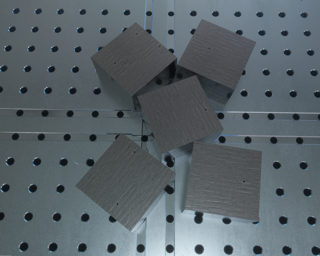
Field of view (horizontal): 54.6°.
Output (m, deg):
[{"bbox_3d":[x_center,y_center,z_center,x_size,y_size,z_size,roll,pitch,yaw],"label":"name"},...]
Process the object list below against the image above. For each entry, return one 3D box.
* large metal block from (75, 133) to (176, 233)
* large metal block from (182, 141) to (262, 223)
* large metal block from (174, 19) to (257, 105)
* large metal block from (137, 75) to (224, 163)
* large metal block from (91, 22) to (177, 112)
[{"bbox_3d":[-0.038,0.067,0.372,0.080,0.050,0.080,36,74,12],"label":"large metal block"},{"bbox_3d":[0.073,0.067,0.374,0.080,0.050,0.080,9,70,2],"label":"large metal block"},{"bbox_3d":[0.075,-0.091,0.431,0.080,0.050,0.080,25,72,6],"label":"large metal block"},{"bbox_3d":[0.024,-0.010,0.402,0.080,0.050,0.080,-21,72,-8],"label":"large metal block"},{"bbox_3d":[-0.034,-0.084,0.429,0.080,0.050,0.080,-42,75,-13],"label":"large metal block"}]
